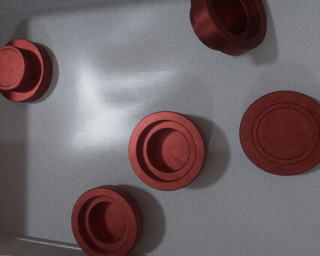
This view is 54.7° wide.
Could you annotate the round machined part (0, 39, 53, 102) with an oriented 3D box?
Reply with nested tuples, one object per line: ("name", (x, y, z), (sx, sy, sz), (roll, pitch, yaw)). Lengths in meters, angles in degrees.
("round machined part", (-0.220, -0.089, 0.477), (0.098, 0.042, 0.097), (0, 90, 19))

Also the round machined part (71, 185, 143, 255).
("round machined part", (-0.068, 0.126, 0.424), (0.098, 0.042, 0.097), (0, 90, 19))

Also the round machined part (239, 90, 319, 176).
("round machined part", (0.141, 0.006, 0.352), (0.098, 0.042, 0.097), (0, 90, 19))

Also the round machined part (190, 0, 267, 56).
("round machined part", (0.073, -0.129, 0.356), (0.042, 0.099, 0.097), (-20, 82, 55))

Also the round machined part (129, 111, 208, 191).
("round machined part", (0.013, 0.028, 0.396), (0.098, 0.042, 0.097), (0, 90, 19))
